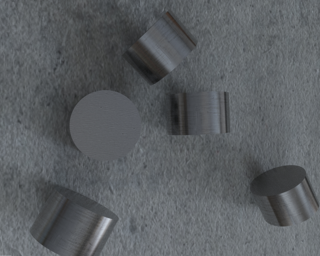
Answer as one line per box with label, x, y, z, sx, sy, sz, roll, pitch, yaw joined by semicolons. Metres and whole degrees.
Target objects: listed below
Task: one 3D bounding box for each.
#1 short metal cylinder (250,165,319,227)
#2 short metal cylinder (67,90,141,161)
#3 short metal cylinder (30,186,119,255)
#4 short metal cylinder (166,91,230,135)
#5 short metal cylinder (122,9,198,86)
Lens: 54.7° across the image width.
short metal cylinder;0.179;0.096;0.448;0.080;0.080;0.050;-30;100;-18
short metal cylinder;-0.068;-0.003;0.371;0.081;0.050;0.079;0;90;-21
short metal cylinder;-0.094;0.106;0.346;0.080;0.080;0.050;31;80;-18
short metal cylinder;0.049;-0.018;0.399;0.081;0.080;0.050;-3;91;-20
short metal cylinder;-0.001;-0.098;0.380;0.050;0.080;0.080;46;76;-15
